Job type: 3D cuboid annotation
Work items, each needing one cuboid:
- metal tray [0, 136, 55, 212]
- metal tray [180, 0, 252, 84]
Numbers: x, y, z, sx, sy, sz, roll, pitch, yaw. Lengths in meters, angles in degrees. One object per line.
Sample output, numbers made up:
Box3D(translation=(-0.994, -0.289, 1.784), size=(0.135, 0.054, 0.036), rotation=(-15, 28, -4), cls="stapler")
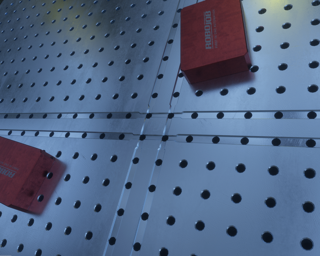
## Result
Box3D(translation=(-0.237, 0.067, 0.486), size=(0.130, 0.030, 0.090), rotation=(11, 67, 32), cls="metal tray")
Box3D(translation=(0.077, -0.132, 0.445), size=(0.090, 0.030, 0.130), rotation=(-11, 57, 21), cls="metal tray")
